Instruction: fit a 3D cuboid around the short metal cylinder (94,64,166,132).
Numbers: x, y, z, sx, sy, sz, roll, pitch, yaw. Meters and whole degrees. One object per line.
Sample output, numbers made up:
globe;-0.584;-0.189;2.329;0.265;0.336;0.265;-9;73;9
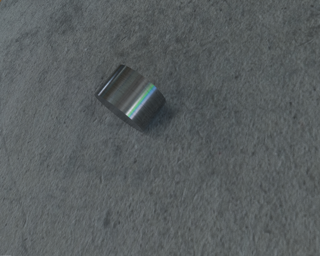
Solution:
short metal cylinder;-0.039;-0.038;0.411;0.080;0.080;0.050;30;79;37
